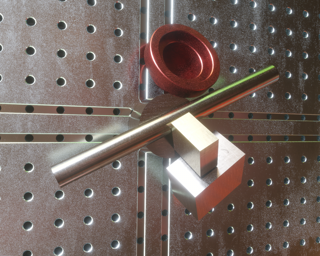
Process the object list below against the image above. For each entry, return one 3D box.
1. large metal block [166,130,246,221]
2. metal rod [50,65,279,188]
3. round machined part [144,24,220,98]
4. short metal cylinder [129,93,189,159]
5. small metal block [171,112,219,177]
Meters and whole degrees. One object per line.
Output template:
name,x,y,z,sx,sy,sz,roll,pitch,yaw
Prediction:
large metal block,0.060,0.062,0.398,0.080,0.050,0.080,-37,147,-16
metal rod,0.021,-0.011,0.368,0.302,0.025,0.025,-26,99,-19
round machined part,0.025,-0.082,0.401,0.099,0.042,0.098,11,63,-22
short metal cylinder,0.005,-0.003,0.401,0.081,0.050,0.079,0,90,-21
small metal block,0.039,0.019,0.350,0.025,0.050,0.050,-31,143,-18
